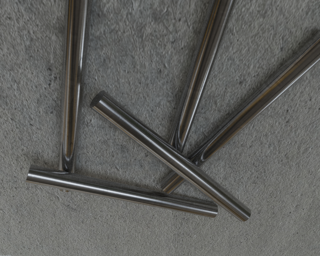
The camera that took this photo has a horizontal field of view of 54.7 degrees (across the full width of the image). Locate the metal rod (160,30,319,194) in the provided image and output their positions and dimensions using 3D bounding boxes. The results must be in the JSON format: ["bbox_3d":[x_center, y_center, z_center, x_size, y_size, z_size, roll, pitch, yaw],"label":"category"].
[{"bbox_3d":[0.095,-0.002,0.405,0.025,0.025,0.298,27,125,-21],"label":"metal rod"}]

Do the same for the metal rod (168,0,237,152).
[{"bbox_3d":[0.046,-0.065,0.351,0.025,0.025,0.298,9,130,-8],"label":"metal rod"}]

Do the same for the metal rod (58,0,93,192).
[{"bbox_3d":[-0.111,-0.021,0.388,0.025,0.025,0.298,10,130,-9],"label":"metal rod"}]

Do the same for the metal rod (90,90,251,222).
[{"bbox_3d":[0.031,0.052,0.417,0.025,0.025,0.301,-35,122,26],"label":"metal rod"}]

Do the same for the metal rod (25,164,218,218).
[{"bbox_3d":[-0.043,0.101,0.472,0.302,0.025,0.025,17,128,-22],"label":"metal rod"}]
